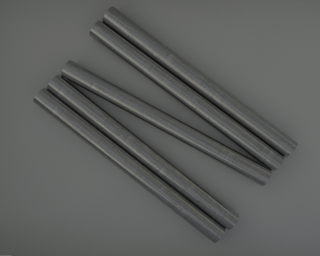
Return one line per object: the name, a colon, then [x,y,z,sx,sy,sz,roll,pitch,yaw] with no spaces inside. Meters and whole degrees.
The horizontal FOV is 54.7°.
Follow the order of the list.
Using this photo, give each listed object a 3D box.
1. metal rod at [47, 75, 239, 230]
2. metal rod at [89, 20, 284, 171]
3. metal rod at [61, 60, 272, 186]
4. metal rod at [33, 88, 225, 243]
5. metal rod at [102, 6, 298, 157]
metal rod: [-0.022,0.032,0.410,0.300,0.025,0.025,38,90,0]
metal rod: [0.036,-0.042,0.410,0.301,0.025,0.025,36,90,0]
metal rod: [0.009,-0.006,0.410,0.301,0.025,0.025,29,90,0]
metal rod: [-0.040,0.049,0.410,0.300,0.025,0.025,38,90,0]
metal rod: [0.053,-0.061,0.410,0.301,0.025,0.025,36,90,0]
